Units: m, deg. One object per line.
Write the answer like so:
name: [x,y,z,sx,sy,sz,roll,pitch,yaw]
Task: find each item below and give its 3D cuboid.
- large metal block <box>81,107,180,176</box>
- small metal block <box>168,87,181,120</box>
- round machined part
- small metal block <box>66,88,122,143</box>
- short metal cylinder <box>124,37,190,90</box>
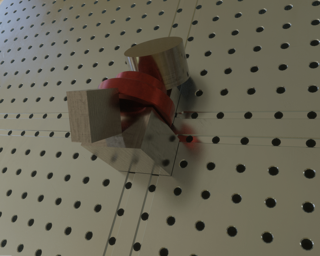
large metal block: [-0.033,0.017,0.377,0.080,0.080,0.050,1,62,28]
small metal block: [-0.004,-0.034,0.429,0.050,0.025,0.050,1,62,28]
round machined part: [-0.029,-0.034,0.382,0.098,0.098,0.042,1,62,28]
small metal block: [-0.066,-0.015,0.318,0.025,0.050,0.050,2,101,28]
short metal cylinder: [-0.003,-0.088,0.425,0.080,0.050,0.080,-12,28,7]
